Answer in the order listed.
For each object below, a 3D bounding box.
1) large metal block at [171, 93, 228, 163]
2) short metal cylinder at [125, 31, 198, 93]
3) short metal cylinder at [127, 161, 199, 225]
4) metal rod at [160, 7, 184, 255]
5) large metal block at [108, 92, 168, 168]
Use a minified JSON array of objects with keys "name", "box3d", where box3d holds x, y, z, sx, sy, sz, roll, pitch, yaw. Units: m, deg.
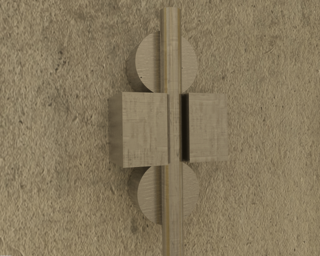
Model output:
[{"name":"large metal block","box3d":[0.043,-0.001,0.397,0.050,0.080,0.080,-1,90,-20]},{"name":"short metal cylinder","box3d":[0.001,-0.078,0.397,0.081,0.050,0.080,0,90,-20]},{"name":"short metal cylinder","box3d":[0.003,0.078,0.399,0.081,0.050,0.080,0,90,-20]},{"name":"metal rod","box3d":[0.014,0.013,0.362,0.025,0.025,0.298,-1,90,-20]},{"name":"large metal block","box3d":[-0.029,0.001,0.370,0.050,0.080,0.080,-1,90,-20]}]
